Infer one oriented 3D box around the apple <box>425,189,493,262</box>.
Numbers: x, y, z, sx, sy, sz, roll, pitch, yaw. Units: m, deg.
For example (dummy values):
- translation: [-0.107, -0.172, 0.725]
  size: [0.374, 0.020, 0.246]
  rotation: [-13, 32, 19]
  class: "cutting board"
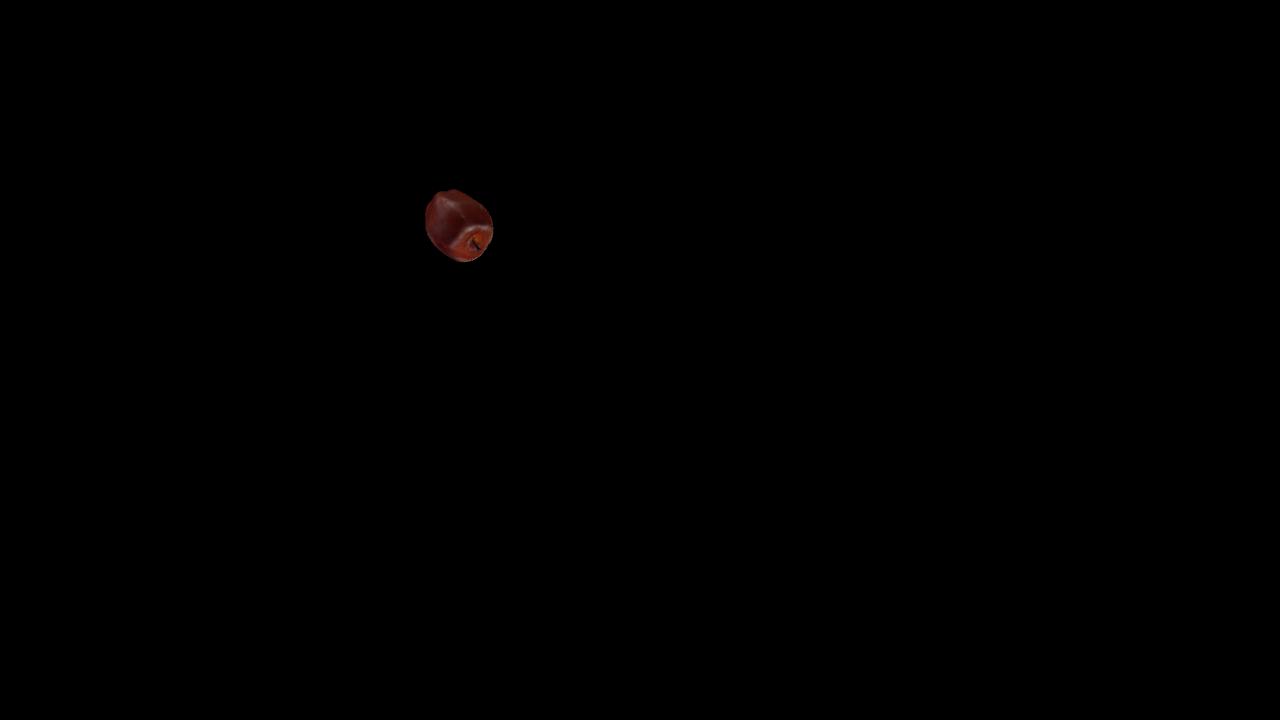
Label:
- translation: [-0.224, -0.165, 0.760]
  size: [0.079, 0.093, 0.079]
  rotation: [-35, -21, -16]
  class: "apple"
